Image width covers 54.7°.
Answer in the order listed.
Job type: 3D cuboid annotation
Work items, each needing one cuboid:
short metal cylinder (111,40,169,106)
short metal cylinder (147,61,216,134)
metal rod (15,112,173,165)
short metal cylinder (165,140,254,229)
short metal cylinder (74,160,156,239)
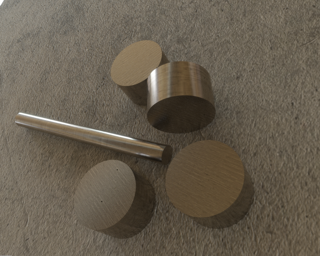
[{"bbox_3d":[-0.023,-0.079,0.449,0.080,0.050,0.080,-13,56,21],"label":"short metal cylinder"},{"bbox_3d":[0.024,-0.035,0.377,0.080,0.080,0.050,-15,56,20],"label":"short metal cylinder"},{"bbox_3d":[-0.116,0.009,0.458,0.300,0.025,0.025,11,67,32],"label":"metal rod"},{"bbox_3d":[0.053,0.059,0.324,0.080,0.050,0.080,-13,56,21],"label":"short metal cylinder"},{"bbox_3d":[-0.052,0.084,0.364,0.080,0.050,0.080,-13,56,21],"label":"short metal cylinder"}]
